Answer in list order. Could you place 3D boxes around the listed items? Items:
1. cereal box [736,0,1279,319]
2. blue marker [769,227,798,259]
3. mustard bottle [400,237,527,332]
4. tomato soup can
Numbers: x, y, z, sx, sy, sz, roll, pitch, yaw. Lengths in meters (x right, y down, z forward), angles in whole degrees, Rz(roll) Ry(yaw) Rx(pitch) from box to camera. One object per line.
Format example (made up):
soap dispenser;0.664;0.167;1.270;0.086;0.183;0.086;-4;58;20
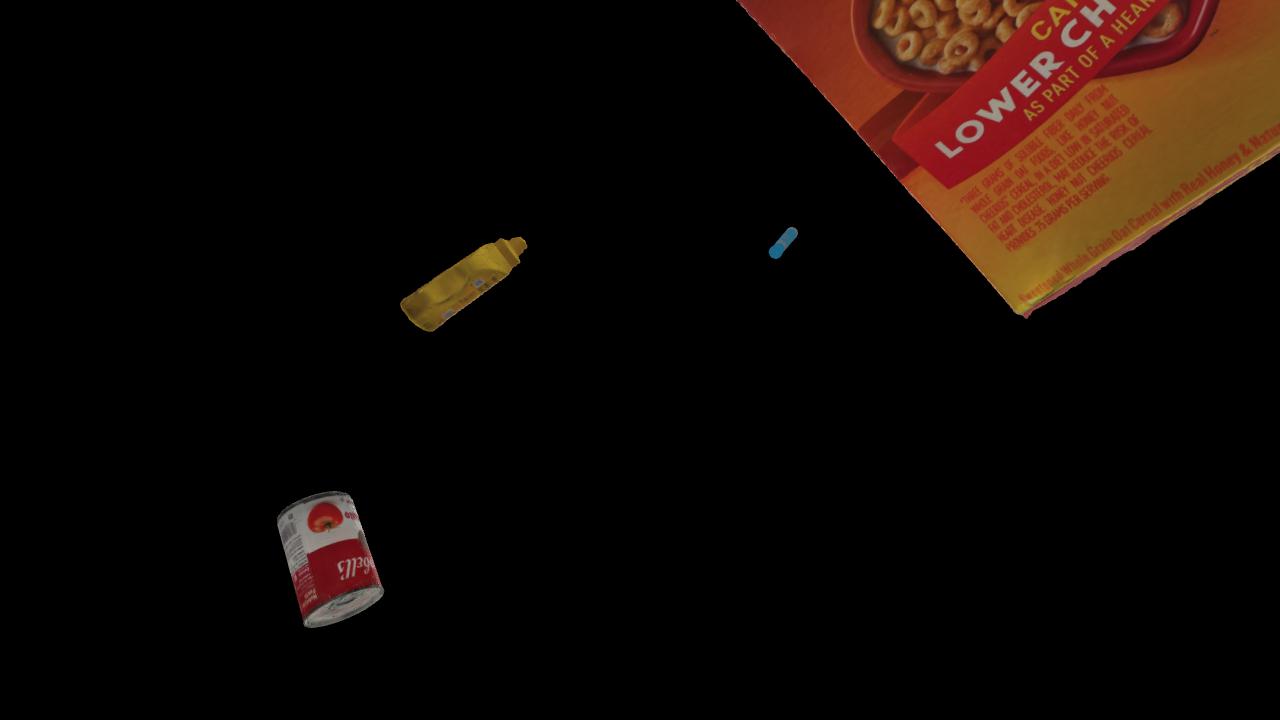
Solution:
cereal box;0.166;-0.200;0.285;0.203;0.306;0.081;-43;-18;31
blue marker;0.210;-0.171;0.896;0.020;0.020;0.121;0;24;26
mustard bottle;-0.233;-0.111;0.848;0.184;0.054;0.092;-35;-8;-1
tomato soup can;-0.284;0.180;0.563;0.068;0.101;0.068;-26;-25;-14
